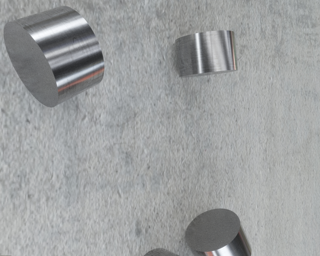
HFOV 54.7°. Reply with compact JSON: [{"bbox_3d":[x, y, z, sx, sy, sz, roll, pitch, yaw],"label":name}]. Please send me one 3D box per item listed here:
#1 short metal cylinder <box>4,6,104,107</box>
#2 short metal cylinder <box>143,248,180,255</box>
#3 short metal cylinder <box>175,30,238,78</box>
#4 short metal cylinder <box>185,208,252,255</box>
[{"bbox_3d":[-0.098,-0.066,0.288,0.050,0.080,0.080,-36,113,-34],"label":"short metal cylinder"},{"bbox_3d":[0.008,0.203,0.398,0.081,0.050,0.079,0,90,-40],"label":"short metal cylinder"},{"bbox_3d":[0.064,-0.099,0.424,0.081,0.080,0.050,-12,98,-40],"label":"short metal cylinder"},{"bbox_3d":[0.083,0.162,0.442,0.080,0.080,0.050,-39,115,-33],"label":"short metal cylinder"}]
